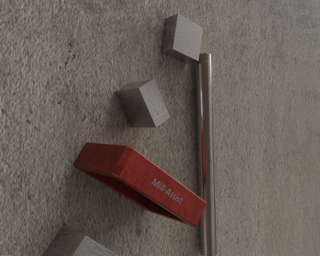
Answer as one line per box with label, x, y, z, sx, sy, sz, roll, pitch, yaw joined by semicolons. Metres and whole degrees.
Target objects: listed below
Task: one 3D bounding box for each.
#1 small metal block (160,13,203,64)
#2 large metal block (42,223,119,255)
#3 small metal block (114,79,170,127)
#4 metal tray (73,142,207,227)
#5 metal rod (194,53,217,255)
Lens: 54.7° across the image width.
small metal block;0.031;-0.123;0.433;0.050;0.025;0.050;14;81;-39
large metal block;-0.083;0.159;0.321;0.080;0.050;0.080;47;62;-30
small metal block;-0.022;-0.028;0.372;0.025;0.050;0.050;-37;113;-34
metal tray;-0.021;0.064;0.346;0.130;0.090;0.030;40;65;-33
metal rod;0.068;0.040;0.464;0.025;0.025;0.298;-4;92;-40
